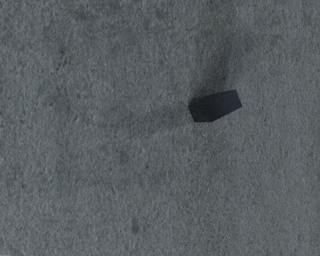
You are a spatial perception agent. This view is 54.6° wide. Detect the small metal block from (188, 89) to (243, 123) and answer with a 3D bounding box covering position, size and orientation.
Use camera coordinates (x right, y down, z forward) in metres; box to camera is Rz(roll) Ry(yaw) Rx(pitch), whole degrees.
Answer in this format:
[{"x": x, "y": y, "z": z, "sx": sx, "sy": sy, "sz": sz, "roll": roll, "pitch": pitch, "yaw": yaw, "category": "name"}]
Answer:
[{"x": 0.074, "y": -0.029, "z": 0.423, "sx": 0.050, "sy": 0.050, "sz": 0.025, "roll": -26, "pitch": 99, "yaw": -18, "category": "small metal block"}]
